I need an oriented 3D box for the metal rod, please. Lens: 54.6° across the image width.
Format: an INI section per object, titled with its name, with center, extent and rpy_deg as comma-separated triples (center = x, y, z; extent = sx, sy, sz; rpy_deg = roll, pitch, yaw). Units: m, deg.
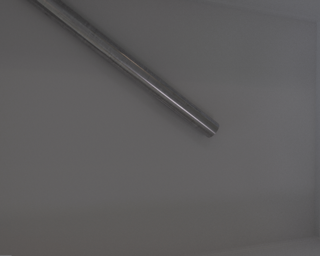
[metal rod]
center = -0.042, -0.081, 0.394
extent = 0.301, 0.025, 0.025
rpy_deg = 36, 79, -17
